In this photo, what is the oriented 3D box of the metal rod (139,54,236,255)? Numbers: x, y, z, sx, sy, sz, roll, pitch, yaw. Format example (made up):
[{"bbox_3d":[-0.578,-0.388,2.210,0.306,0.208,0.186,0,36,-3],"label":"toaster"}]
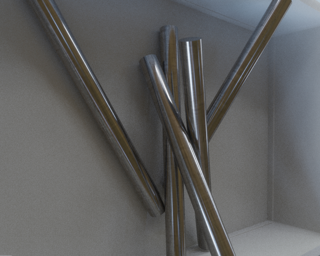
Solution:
[{"bbox_3d":[0.035,0.048,0.360,0.025,0.025,0.299,-8,71,-40],"label":"metal rod"}]

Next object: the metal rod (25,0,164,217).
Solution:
[{"bbox_3d":[-0.064,-0.017,0.353,0.025,0.025,0.299,-41,115,-33],"label":"metal rod"}]

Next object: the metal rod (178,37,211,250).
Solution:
[{"bbox_3d":[0.050,0.038,0.395,0.025,0.025,0.298,-29,123,-37],"label":"metal rod"}]

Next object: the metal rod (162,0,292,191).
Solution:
[{"bbox_3d":[0.090,-0.044,0.419,0.025,0.025,0.299,30,92,-37],"label":"metal rod"}]

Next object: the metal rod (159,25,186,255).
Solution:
[{"bbox_3d":[0.016,0.014,0.402,0.025,0.025,0.298,4,82,-40],"label":"metal rod"}]
